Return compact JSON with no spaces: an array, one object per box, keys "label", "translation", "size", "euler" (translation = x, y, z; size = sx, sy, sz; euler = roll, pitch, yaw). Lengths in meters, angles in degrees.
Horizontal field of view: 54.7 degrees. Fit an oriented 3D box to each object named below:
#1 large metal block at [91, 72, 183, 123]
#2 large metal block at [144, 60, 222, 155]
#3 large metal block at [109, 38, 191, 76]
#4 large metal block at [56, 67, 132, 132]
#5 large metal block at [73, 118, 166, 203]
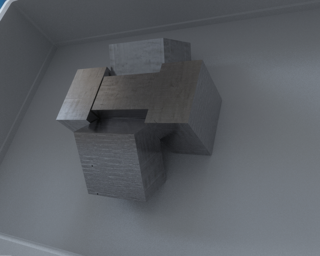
[{"label":"large metal block","translation":[-0.025,-0.025,0.397],"size":[0.080,0.080,0.050],"euler":[1,62,28]},{"label":"large metal block","translation":[0.032,-0.022,0.366],"size":[0.050,0.080,0.080],"euler":[1,62,29]},{"label":"large metal block","translation":[-0.010,-0.089,0.422],"size":[0.080,0.080,0.050],"euler":[2,100,29]},{"label":"large metal block","translation":[-0.084,-0.027,0.430],"size":[0.050,0.080,0.080],"euler":[1,62,29]},{"label":"large metal block","translation":[-0.045,0.034,0.363],"size":[0.080,0.079,0.050],"euler":[1,21,27]}]
